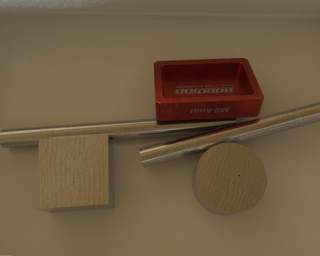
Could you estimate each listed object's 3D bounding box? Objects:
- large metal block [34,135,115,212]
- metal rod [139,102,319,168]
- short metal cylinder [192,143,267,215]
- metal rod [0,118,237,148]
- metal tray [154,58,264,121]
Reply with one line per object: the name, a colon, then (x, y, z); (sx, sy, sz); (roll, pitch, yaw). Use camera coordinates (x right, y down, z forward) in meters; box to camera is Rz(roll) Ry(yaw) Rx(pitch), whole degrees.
large metal block: (-0.099, 0.057, 0.374); (0.081, 0.050, 0.080); (-4, 70, -2)
metal rod: (0.123, 0.000, 0.394); (0.302, 0.025, 0.025); (-14, 71, -3)
short metal cylinder: (0.081, 0.063, 0.374); (0.081, 0.050, 0.080); (0, 70, -1)
metal rod: (-0.052, 0.003, 0.407); (0.302, 0.025, 0.025); (-4, 70, -2)
metal tray: (0.059, -0.053, 0.408); (0.131, 0.030, 0.090); (-2, 46, -2)
